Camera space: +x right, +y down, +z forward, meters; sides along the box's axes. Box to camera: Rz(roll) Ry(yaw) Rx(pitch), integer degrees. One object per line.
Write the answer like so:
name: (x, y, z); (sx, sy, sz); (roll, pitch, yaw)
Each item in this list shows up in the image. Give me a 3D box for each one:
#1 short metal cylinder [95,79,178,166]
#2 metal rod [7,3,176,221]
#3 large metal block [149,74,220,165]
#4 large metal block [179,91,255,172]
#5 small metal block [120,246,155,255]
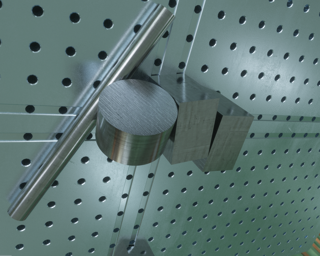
short metal cylinder: (-0.026, -0.007, 0.330); (0.081, 0.080, 0.050); (-10, 142, -24)
metal rod: (-0.084, -0.011, 0.359); (0.025, 0.025, 0.299); (31, 101, -39)
large metal block: (0.022, -0.014, 0.381); (0.050, 0.080, 0.079); (-9, 122, -24)
large metal block: (0.068, 0.002, 0.416); (0.050, 0.080, 0.079); (1, 118, -29)
small metal block: (-0.044, 0.232, 0.533); (0.050, 0.025, 0.050); (16, 110, -35)
